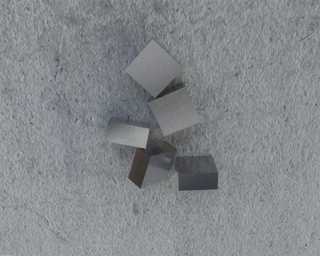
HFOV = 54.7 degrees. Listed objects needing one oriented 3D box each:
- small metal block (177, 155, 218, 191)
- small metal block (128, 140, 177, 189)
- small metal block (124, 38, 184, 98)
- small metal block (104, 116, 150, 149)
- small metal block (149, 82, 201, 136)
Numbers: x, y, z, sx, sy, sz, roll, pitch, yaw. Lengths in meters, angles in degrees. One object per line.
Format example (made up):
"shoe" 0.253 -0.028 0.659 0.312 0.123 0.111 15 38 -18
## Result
"small metal block" 0.049 0.060 0.419 0.050 0.050 0.025 -2 110 1
"small metal block" -0.009 0.047 0.410 0.025 0.050 0.050 35 118 34
"small metal block" -0.007 -0.074 0.382 0.050 0.025 0.050 41 105 -14
"small metal block" -0.041 0.004 0.395 0.050 0.050 0.025 11 98 -4
"small metal block" 0.019 -0.024 0.401 0.050 0.025 0.050 -23 109 8
